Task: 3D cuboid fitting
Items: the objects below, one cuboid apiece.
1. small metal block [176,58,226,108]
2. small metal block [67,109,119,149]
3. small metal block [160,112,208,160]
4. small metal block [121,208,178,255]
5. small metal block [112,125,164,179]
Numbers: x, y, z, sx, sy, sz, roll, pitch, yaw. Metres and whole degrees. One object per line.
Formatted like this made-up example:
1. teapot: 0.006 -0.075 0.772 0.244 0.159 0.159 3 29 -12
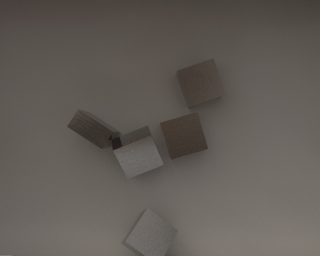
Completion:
1. small metal block: 0.054 -0.059 0.412 0.050 0.025 0.050 -19 90 -1
2. small metal block: -0.083 0.002 0.397 0.050 0.050 0.025 33 90 2
3. small metal block: 0.031 0.010 0.412 0.050 0.025 0.050 -16 90 -1
4. small metal block: -0.013 0.141 0.400 0.050 0.025 0.050 37 59 0
5. small metal block: -0.029 0.031 0.400 0.050 0.025 0.050 -22 122 -1
